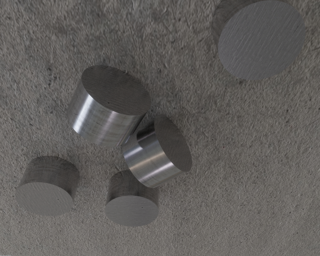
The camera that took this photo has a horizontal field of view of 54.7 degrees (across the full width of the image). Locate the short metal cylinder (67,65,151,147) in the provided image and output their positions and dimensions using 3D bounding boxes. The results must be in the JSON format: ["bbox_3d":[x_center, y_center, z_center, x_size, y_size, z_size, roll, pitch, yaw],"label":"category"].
[{"bbox_3d":[-0.057,-0.025,0.349,0.080,0.080,0.050,22,127,-18],"label":"short metal cylinder"}]

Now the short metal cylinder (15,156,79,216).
[{"bbox_3d":[-0.166,0.087,0.464,0.081,0.050,0.079,0,130,0],"label":"short metal cylinder"}]

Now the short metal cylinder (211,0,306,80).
[{"bbox_3d":[0.095,-0.095,0.310,0.081,0.050,0.079,0,130,0],"label":"short metal cylinder"}]

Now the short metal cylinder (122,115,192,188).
[{"bbox_3d":[-0.002,0.030,0.396,0.050,0.080,0.080,-30,124,23],"label":"short metal cylinder"}]

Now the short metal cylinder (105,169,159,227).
[{"bbox_3d":[-0.042,0.110,0.484,0.081,0.050,0.079,0,130,0],"label":"short metal cylinder"}]
